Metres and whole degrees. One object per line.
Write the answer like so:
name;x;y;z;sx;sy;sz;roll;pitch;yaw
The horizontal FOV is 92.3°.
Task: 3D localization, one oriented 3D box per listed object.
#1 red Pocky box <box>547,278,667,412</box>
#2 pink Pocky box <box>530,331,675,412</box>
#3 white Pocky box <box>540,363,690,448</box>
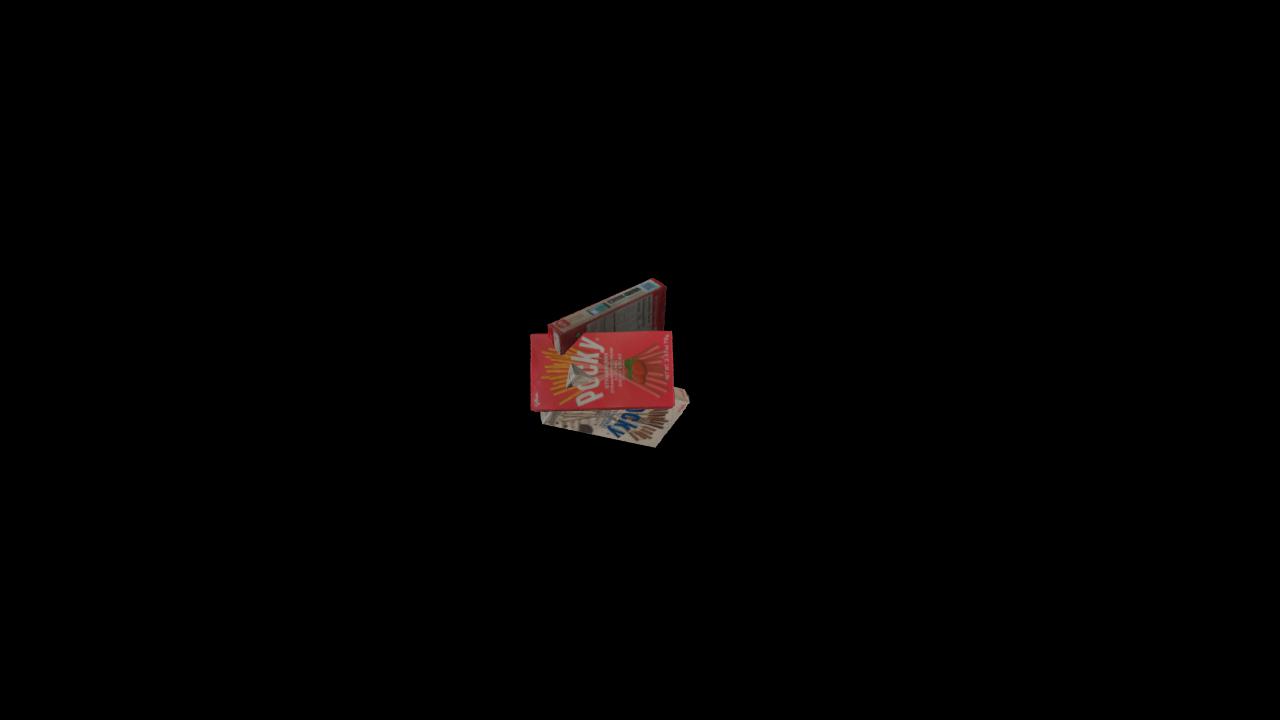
red Pocky box;-0.035;-0.031;0.706;0.155;0.083;0.028;-28;46;-32
pink Pocky box;-0.041;0.012;0.664;0.155;0.084;0.029;-1;-7;-1
white Pocky box;-0.028;0.053;0.703;0.154;0.084;0.028;16;34;-30
